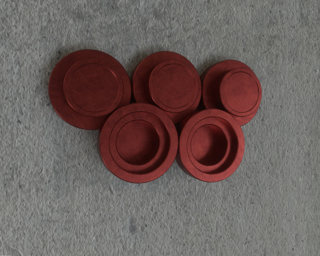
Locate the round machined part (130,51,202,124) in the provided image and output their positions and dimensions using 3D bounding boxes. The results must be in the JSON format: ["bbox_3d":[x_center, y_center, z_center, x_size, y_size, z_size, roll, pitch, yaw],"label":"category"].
[{"bbox_3d":[0.012,-0.053,0.407,0.099,0.042,0.097,0,90,-21],"label":"round machined part"}]

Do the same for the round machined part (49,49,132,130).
[{"bbox_3d":[-0.081,-0.046,0.372,0.099,0.042,0.097,0,90,-21],"label":"round machined part"}]

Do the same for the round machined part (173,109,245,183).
[{"bbox_3d":[0.063,0.023,0.426,0.099,0.042,0.097,0,90,-21],"label":"round machined part"}]

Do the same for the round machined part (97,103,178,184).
[{"bbox_3d":[-0.030,0.018,0.391,0.099,0.042,0.097,0,90,-21],"label":"round machined part"}]

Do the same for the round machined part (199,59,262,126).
[{"bbox_3d":[0.105,-0.049,0.441,0.099,0.042,0.097,0,90,-21],"label":"round machined part"}]
